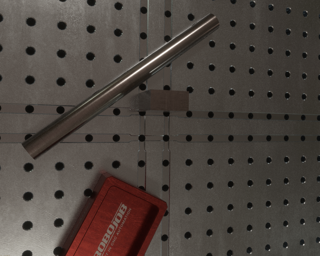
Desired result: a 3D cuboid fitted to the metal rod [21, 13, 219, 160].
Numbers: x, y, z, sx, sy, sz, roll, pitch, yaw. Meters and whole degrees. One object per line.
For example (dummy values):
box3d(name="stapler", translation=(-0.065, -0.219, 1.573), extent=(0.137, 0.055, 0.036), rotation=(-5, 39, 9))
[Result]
box3d(name="metal rod", translation=(-0.038, -0.062, 0.399), extent=(0.301, 0.025, 0.025), rotation=(-38, 103, -16))

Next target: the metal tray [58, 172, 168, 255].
box3d(name="metal tray", translation=(-0.059, 0.133, 0.388), extent=(0.090, 0.030, 0.130), rotation=(30, 80, -18))

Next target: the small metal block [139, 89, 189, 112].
box3d(name="small metal block", translation=(0.004, -0.034, 0.402), extent=(0.050, 0.050, 0.025), rotation=(1, 90, -20))
